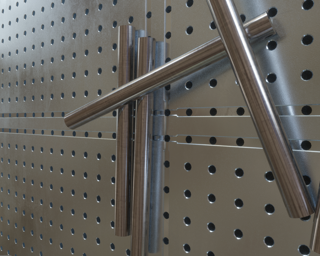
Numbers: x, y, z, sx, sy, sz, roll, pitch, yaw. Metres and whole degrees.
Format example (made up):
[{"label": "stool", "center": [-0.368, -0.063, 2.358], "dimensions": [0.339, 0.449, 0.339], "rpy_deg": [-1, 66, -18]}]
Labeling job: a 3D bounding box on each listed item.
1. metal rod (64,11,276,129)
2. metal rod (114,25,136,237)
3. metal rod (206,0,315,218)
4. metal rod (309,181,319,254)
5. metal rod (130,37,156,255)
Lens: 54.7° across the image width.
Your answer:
[{"label": "metal rod", "center": [-0.009, -0.058, 0.387], "dimensions": [0.300, 0.025, 0.025], "rpy_deg": [-22, 76, 28]}, {"label": "metal rod", "center": [-0.051, 0.005, 0.448], "dimensions": [0.025, 0.025, 0.298], "rpy_deg": [2, 91, 39]}, {"label": "metal rod", "center": [0.085, -0.059, 0.307], "dimensions": [0.025, 0.025, 0.299], "rpy_deg": [-23, 85, 37]}, {"label": "metal rod", "center": [0.167, -0.035, 0.270], "dimensions": [0.025, 0.025, 0.298], "rpy_deg": [11, 97, 39]}, {"label": "metal rod", "center": [-0.023, 0.028, 0.426], "dimensions": [0.025, 0.025, 0.298], "rpy_deg": [4, 92, 39]}]
